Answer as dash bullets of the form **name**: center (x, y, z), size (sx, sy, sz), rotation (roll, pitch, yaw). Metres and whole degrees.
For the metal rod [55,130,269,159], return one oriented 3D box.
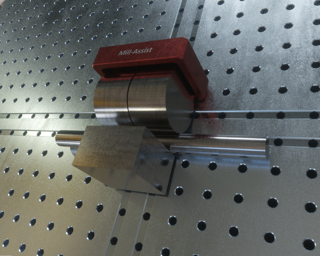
- **metal rod**: center (-0.018, 0.018, 0.401), size (0.300, 0.025, 0.025), rotation (1, 62, 28)

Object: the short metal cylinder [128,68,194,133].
- **short metal cylinder**: center (0.004, -0.034, 0.388), size (0.050, 0.080, 0.080), rotation (2, 63, 29)

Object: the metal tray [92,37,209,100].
- **metal tray**: center (-0.012, -0.072, 0.412), size (0.130, 0.090, 0.030), rotation (1, 63, 29)

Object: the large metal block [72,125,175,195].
- **large metal block**: center (-0.040, 0.038, 0.365), size (0.080, 0.080, 0.050), rotation (1, 62, 28)

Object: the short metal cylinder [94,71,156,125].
- **short metal cylinder**: center (-0.042, -0.034, 0.412), size (0.050, 0.080, 0.080), rotation (1, 62, 28)
